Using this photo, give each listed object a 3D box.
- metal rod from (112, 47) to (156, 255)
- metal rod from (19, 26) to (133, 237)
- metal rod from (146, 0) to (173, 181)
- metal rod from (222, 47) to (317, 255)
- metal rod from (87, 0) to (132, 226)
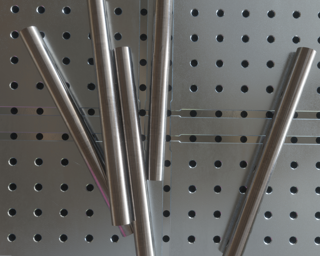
[{"bbox_3d":[-0.032,0.043,0.402,0.025,0.025,0.298,-7,86,-1],"label":"metal rod"},{"bbox_3d":[-0.106,0.005,0.411,0.025,0.025,0.299,-27,90,0],"label":"metal rod"},{"bbox_3d":[0.000,-0.081,0.413,0.025,0.025,0.298,3,90,-1],"label":"metal rod"},{"bbox_3d":[0.146,0.037,0.415,0.025,0.025,0.299,20,90,-1],"label":"metal rod"},{"bbox_3d":[-0.067,-0.029,0.399,0.025,0.025,0.298,-7,85,-1],"label":"metal rod"}]
